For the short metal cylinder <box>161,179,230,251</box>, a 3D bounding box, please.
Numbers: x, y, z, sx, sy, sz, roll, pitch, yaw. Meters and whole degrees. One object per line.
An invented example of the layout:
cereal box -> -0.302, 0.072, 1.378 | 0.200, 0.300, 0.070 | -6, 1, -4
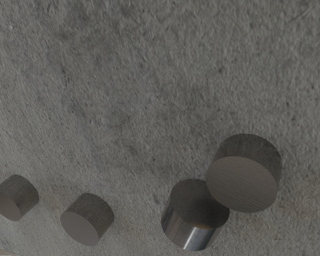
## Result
short metal cylinder -> 0.046, 0.116, 0.417 | 0.080, 0.080, 0.050 | 26, 128, 11

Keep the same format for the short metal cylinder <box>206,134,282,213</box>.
short metal cylinder -> 0.101, 0.054, 0.370 | 0.080, 0.050, 0.079 | 13, 124, 20

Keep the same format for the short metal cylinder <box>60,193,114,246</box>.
short metal cylinder -> -0.131, 0.165, 0.559 | 0.080, 0.050, 0.079 | 13, 124, 20

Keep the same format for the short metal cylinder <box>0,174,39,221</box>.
short metal cylinder -> -0.296, 0.142, 0.631 | 0.080, 0.050, 0.079 | 13, 124, 20
